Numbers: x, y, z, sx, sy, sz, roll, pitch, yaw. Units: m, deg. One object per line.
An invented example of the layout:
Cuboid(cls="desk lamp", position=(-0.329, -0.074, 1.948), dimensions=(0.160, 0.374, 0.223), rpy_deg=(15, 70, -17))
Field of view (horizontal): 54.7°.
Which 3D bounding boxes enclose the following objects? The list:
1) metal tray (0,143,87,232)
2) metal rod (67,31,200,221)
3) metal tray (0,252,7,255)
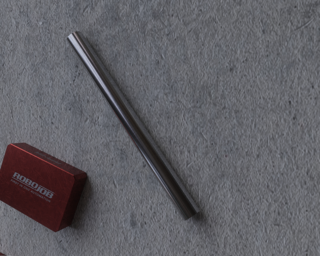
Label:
Cuboid(cls="metal tray", position=(-0.183, 0.086, 0.469), dimensions=(0.130, 0.030, 0.089), rpy_deg=(22, 97, 18))
Cuboid(cls="metal rod", position=(-0.042, -0.010, 0.422), dimensions=(0.025, 0.025, 0.299), rpy_deg=(-37, 79, 16))
Cuboid(cls="metal tray", position=(-0.285, 0.268, 0.504), dimensions=(0.090, 0.030, 0.129), rpy_deg=(15, 95, 19))
